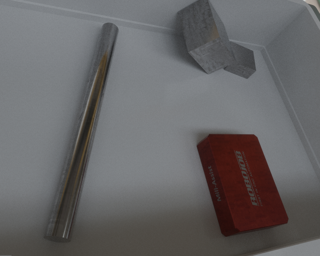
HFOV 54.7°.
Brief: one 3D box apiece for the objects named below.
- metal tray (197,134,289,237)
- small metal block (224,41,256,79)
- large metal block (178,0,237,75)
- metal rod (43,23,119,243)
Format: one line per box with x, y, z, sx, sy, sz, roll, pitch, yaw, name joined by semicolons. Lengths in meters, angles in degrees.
0.110;0.072;0.420;0.091;0.030;0.130;1;61;-28;metal tray
0.143;-0.123;0.560;0.050;0.025;0.050;17;55;-19;small metal block
0.076;-0.145;0.497;0.080;0.050;0.080;29;45;-55;large metal block
-0.085;-0.020;0.373;0.025;0.025;0.300;18;55;-18;metal rod
